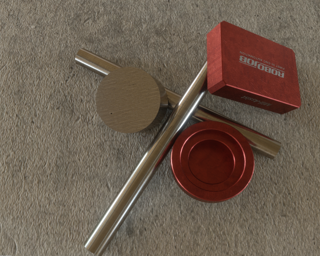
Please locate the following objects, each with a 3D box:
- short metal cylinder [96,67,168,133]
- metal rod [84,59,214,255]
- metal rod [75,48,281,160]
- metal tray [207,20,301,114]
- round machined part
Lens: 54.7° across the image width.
[{"bbox_3d":[-0.034,-0.034,0.394,0.080,0.050,0.080,0,90,11],"label":"short metal cylinder"},{"bbox_3d":[0.004,0.018,0.384,0.025,0.025,0.300,32,79,11],"label":"metal rod"},{"bbox_3d":[0.018,-0.037,0.424,0.301,0.025,0.025,27,72,9],"label":"metal rod"},{"bbox_3d":[0.124,-0.076,0.405,0.131,0.030,0.090,12,68,-26],"label":"metal tray"},{"bbox_3d":[0.062,0.044,0.385,0.099,0.042,0.098,0,70,0],"label":"round machined part"}]
